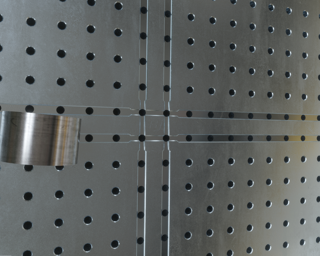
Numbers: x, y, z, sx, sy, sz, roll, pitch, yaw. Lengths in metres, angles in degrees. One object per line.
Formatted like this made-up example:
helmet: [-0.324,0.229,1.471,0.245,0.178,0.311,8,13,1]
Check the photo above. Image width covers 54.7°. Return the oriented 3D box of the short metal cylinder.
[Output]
short metal cylinder: [-0.129,0.011,0.336,0.081,0.080,0.050,6,88,-20]
